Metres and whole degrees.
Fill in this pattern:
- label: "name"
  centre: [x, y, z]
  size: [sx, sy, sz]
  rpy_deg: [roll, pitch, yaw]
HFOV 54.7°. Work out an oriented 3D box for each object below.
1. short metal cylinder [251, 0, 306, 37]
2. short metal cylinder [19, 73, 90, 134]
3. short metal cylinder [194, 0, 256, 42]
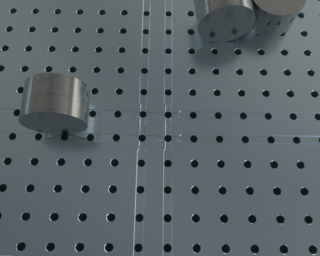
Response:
- label: "short metal cylinder"
  centre: [0.171, -0.186, 0.469]
  size: [0.081, 0.050, 0.080]
  rpy_deg: [0, 70, 0]
- label: "short metal cylinder"
  centre: [-0.131, -0.028, 0.391]
  size: [0.081, 0.080, 0.050]
  rpy_deg: [-1, 70, -1]
- label: "short metal cylinder"
  centre: [0.092, -0.169, 0.445]
  size: [0.081, 0.080, 0.050]
  rpy_deg: [-4, 70, -2]
